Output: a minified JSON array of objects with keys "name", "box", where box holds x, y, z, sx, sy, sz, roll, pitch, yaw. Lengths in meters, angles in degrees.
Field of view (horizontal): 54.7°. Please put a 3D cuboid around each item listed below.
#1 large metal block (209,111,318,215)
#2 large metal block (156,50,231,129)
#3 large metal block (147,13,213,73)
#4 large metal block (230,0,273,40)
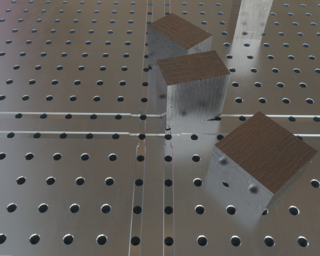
[{"name":"large metal block","box":[0.117,0.038,0.361,0.080,0.050,0.080,-33,58,-25]},{"name":"large metal block","box":[0.040,-0.051,0.415,0.081,0.080,0.050,-12,51,-10]},{"name":"large metal block","box":[0.027,-0.113,0.467,0.050,0.080,0.080,-36,59,-26]},{"name":"large metal block","box":[0.162,-0.218,0.557,0.050,0.080,0.080,3,50,2]}]
